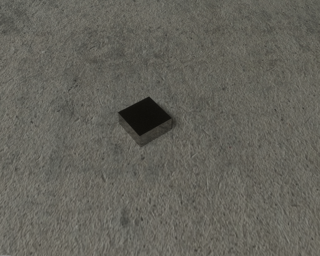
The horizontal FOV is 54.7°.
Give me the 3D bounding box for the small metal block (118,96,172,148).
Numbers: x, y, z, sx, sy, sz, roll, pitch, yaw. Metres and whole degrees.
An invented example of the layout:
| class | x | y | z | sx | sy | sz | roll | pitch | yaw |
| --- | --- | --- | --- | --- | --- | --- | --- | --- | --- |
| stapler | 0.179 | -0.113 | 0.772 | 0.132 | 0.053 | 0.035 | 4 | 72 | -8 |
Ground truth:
| class | x | y | z | sx | sy | sz | roll | pitch | yaw |
| --- | --- | --- | --- | --- | --- | --- | --- | --- | --- |
| small metal block | -0.020 | -0.009 | 0.412 | 0.050 | 0.025 | 0.050 | -30 | 56 | -23 |
